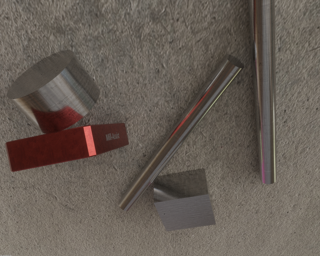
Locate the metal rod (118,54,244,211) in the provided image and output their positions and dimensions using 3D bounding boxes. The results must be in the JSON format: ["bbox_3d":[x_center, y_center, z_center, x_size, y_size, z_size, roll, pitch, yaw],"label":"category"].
[{"bbox_3d":[0.013,0.026,0.429,0.025,0.025,0.298,22,127,-18],"label":"metal rod"}]

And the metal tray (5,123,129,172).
[{"bbox_3d":[-0.097,0.018,0.359,0.090,0.130,0.030,-11,90,9],"label":"metal tray"}]

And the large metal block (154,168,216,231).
[{"bbox_3d":[0.040,0.115,0.489,0.080,0.050,0.080,-11,130,9],"label":"large metal block"}]

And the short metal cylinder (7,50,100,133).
[{"bbox_3d":[-0.114,-0.040,0.336,0.080,0.080,0.050,-20,128,16],"label":"short metal cylinder"}]

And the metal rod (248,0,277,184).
[{"bbox_3d":[0.129,-0.034,0.380,0.025,0.025,0.299,-11,130,9],"label":"metal rod"}]
